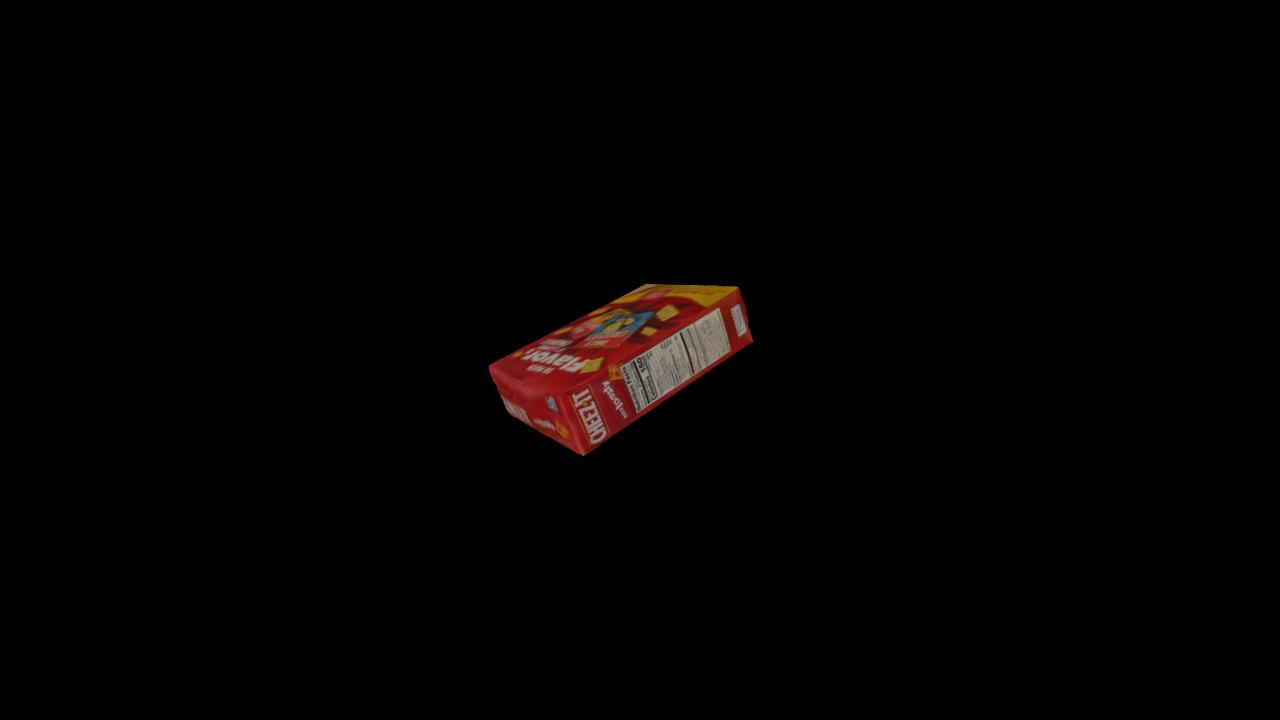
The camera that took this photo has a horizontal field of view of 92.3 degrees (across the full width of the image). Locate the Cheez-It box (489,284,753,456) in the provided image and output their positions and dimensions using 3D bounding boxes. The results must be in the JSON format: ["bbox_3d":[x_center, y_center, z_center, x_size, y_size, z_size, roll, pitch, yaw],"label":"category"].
[{"bbox_3d":[-0.021,-0.005,0.631,0.223,0.071,0.166,-31,23,-27],"label":"Cheez-It box"}]
